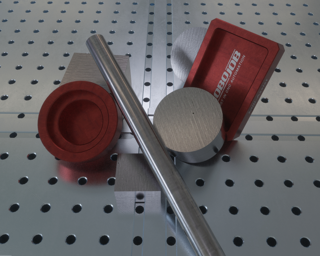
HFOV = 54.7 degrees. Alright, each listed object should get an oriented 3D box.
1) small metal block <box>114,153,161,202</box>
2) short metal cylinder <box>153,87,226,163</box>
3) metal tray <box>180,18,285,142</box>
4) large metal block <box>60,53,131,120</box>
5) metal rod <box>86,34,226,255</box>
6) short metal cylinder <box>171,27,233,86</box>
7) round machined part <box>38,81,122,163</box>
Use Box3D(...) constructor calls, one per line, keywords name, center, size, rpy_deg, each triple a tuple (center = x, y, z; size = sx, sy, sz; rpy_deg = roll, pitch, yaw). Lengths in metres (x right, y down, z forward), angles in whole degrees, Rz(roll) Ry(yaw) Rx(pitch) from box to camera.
Box3D(name="small metal block", center=(-0.025, 0.057, 0.359), size=(0.050, 0.025, 0.050), rpy_deg=(0, 50, -1))
Box3D(name="short metal cylinder", center=(0.037, -0.002, 0.375), size=(0.080, 0.050, 0.080), rpy_deg=(-5, 68, 14))
Box3D(name="metal tray", center=(0.084, -0.060, 0.393), size=(0.090, 0.129, 0.030), rpy_deg=(33, 24, 24))
Box3D(name="large metal block", center=(-0.088, -0.061, 0.441), size=(0.080, 0.050, 0.080), rpy_deg=(4, 50, 3))
Box3D(name="metal rod", center=(-0.013, 0.012, 0.345), size=(0.025, 0.025, 0.299), rpy_deg=(-23, 70, -18))
Box3D(name="short metal cylinder", center=(0.063, -0.102, 0.448), size=(0.080, 0.079, 0.050), rpy_deg=(33, 24, 24))
Box3D(name="round machined part", center=(-0.094, -0.005, 0.382), size=(0.098, 0.042, 0.098), rpy_deg=(-1, 80, 7))
